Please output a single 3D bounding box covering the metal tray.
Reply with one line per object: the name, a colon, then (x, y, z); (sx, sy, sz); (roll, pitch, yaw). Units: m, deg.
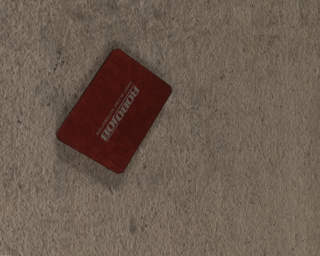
metal tray: (-0.055, -0.020, 0.387); (0.090, 0.030, 0.130); (34, 79, -17)
